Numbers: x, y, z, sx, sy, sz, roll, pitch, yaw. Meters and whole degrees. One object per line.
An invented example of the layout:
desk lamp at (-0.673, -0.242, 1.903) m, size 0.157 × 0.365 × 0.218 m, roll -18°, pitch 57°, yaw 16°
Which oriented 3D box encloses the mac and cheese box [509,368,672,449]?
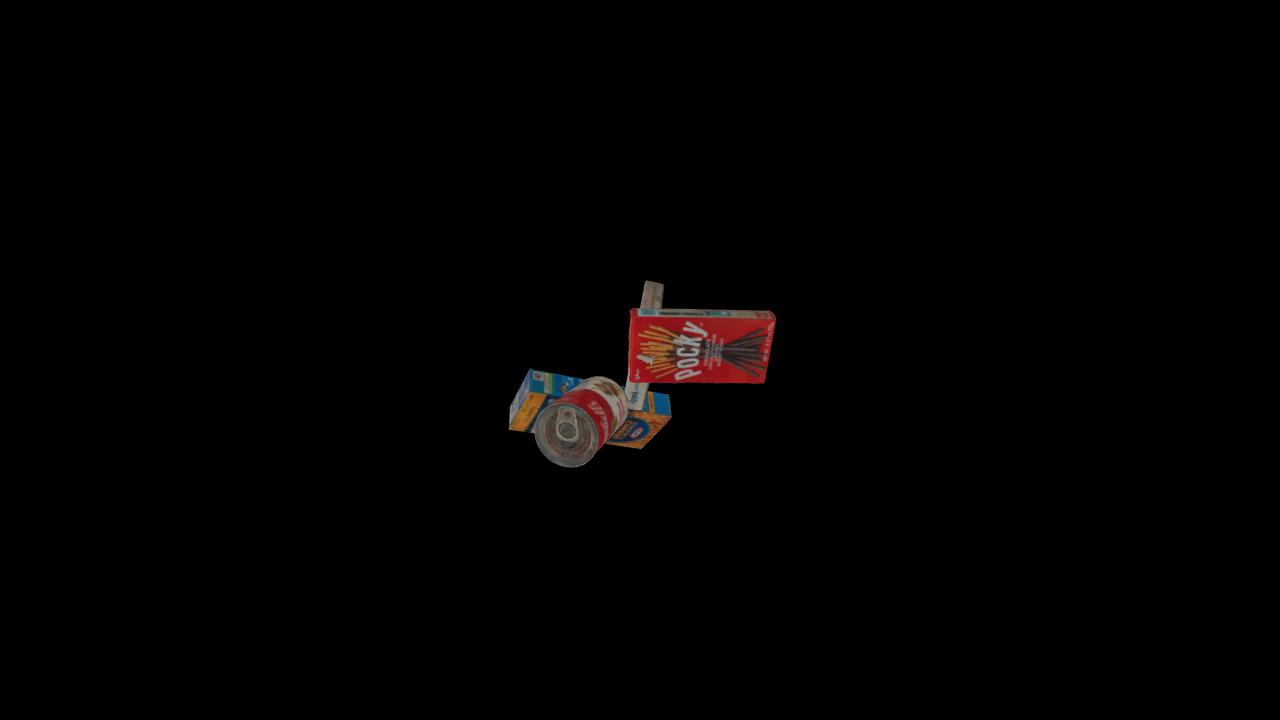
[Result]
mac and cheese box at (-0.063, 0.065, 0.769) m, size 0.184 × 0.041 × 0.093 m, roll 12°, pitch -40°, yaw -22°

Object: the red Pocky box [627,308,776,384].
red Pocky box at (0.065, -0.014, 0.669) m, size 0.155 × 0.083 × 0.028 m, roll 0°, pitch 31°, yaw -4°

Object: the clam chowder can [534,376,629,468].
clam chowder can at (-0.058, 0.061, 0.642) m, size 0.068 × 0.068 × 0.102 m, roll 0°, pitch 14°, yaw 17°

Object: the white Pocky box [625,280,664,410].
white Pocky box at (0.006, -0.021, 0.739) m, size 0.028 × 0.084 × 0.154 m, roll 11°, pitch 39°, yaw 0°
